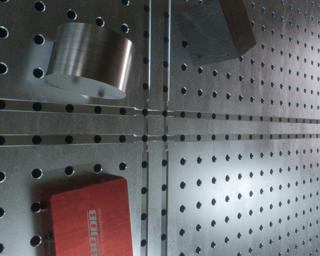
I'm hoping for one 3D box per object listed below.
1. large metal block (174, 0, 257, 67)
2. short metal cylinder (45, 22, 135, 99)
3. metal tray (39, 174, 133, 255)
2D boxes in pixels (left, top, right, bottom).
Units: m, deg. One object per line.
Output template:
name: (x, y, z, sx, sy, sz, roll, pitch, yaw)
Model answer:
large metal block: (0.079, -0.140, 0.441, 0.050, 0.080, 0.080, -39, 114, -33)
short metal cylinder: (-0.070, -0.065, 0.316, 0.081, 0.080, 0.050, 17, 80, -39)
metal tray: (-0.077, 0.124, 0.343, 0.091, 0.030, 0.129, -7, 95, -40)
